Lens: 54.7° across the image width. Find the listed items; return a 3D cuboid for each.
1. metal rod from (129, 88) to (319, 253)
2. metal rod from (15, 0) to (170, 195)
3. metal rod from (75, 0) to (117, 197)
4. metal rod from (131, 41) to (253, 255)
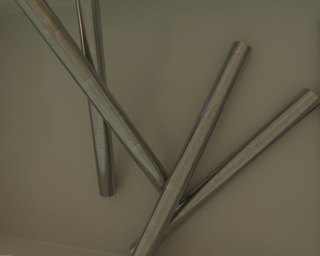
[{"bbox_3d":[0.071,0.066,0.385,0.299,0.025,0.025,-45,76,14],"label":"metal rod"},{"bbox_3d":[-0.061,-0.026,0.354,0.025,0.025,0.299,-27,111,18],"label":"metal rod"},{"bbox_3d":[-0.076,-0.045,0.374,0.025,0.025,0.298,8,116,19],"label":"metal rod"},{"bbox_3d":[0.036,0.036,0.375,0.025,0.025,0.299,26,90,18],"label":"metal rod"}]
